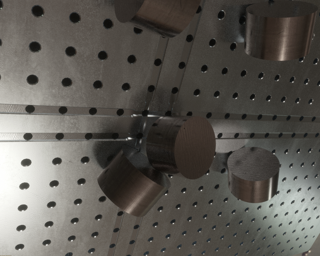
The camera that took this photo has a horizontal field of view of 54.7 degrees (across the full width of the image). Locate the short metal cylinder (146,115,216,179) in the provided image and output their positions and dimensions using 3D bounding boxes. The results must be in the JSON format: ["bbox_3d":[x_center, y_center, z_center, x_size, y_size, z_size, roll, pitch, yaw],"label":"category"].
[{"bbox_3d":[0.029,0.023,0.406,0.081,0.050,0.079,-4,96,-43],"label":"short metal cylinder"}]

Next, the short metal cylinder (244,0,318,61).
[{"bbox_3d":[0.146,-0.122,0.382,0.081,0.080,0.050,-19,126,-18],"label":"short metal cylinder"}]

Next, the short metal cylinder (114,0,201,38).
[{"bbox_3d":[-0.003,-0.132,0.294,0.050,0.080,0.079,9,114,-33],"label":"short metal cylinder"}]

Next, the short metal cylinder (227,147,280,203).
[{"bbox_3d":[0.152,0.076,0.508,0.081,0.080,0.050,-22,127,-16],"label":"short metal cylinder"}]

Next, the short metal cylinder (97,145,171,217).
[{"bbox_3d":[-0.033,0.068,0.401,0.080,0.080,0.050,33,100,-39],"label":"short metal cylinder"}]
